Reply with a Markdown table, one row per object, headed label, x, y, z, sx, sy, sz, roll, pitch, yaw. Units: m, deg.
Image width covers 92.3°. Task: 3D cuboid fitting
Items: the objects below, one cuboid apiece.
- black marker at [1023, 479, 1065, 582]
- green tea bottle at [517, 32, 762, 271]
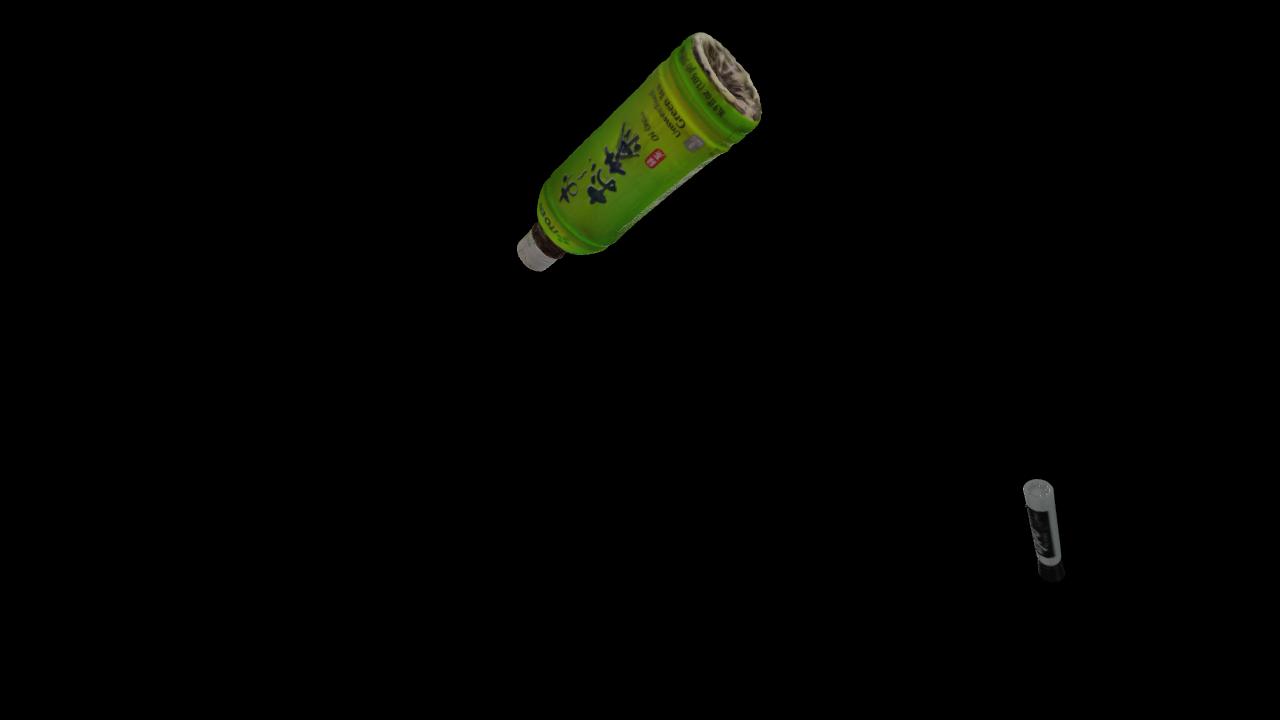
| label | x | y | z | sx | sy | sz | roll | pitch | yaw |
| --- | --- | --- | --- | --- | --- | --- | --- | --- | --- |
| black marker | 0.316 | 0.137 | 0.479 | 0.020 | 0.121 | 0.020 | -22 | 34 | 16 |
| green tea bottle | -0.015 | -0.129 | 0.438 | 0.212 | 0.073 | 0.073 | -35 | -22 | 35 |
